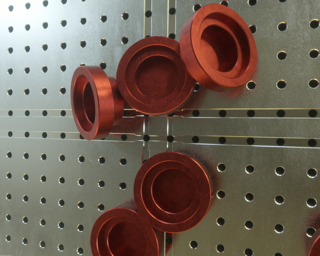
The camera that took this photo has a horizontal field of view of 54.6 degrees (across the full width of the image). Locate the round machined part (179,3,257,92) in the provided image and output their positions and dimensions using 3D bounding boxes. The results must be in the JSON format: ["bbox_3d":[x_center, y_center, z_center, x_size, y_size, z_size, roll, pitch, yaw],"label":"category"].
[{"bbox_3d":[0.063,-0.089,0.362,0.042,0.099,0.098,-17,83,58],"label":"round machined part"}]

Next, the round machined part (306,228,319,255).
[{"bbox_3d":[0.209,0.143,0.330,0.098,0.042,0.097,0,90,20],"label":"round machined part"}]

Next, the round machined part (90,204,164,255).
[{"bbox_3d":[-0.041,0.151,0.418,0.098,0.042,0.097,0,90,20],"label":"round machined part"}]

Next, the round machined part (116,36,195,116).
[{"bbox_3d":[-0.003,-0.064,0.398,0.098,0.042,0.098,-1,86,9],"label":"round machined part"}]

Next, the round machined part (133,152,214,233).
[{"bbox_3d":[0.019,0.078,0.395,0.098,0.042,0.098,-1,87,18],"label":"round machined part"}]

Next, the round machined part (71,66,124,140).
[{"bbox_3d":[-0.083,-0.034,0.417,0.098,0.042,0.097,18,112,53],"label":"round machined part"}]
